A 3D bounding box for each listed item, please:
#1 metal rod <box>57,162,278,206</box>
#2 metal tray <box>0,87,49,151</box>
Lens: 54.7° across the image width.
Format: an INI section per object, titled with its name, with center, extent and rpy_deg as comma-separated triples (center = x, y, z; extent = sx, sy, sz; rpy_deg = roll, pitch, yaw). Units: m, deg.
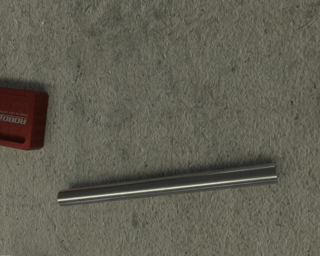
[metal rod]
center = -0.004, 0.078, 0.410
extent = 0.301, 0.025, 0.025
rpy_deg = -10, 87, 19
[metal tray]
center = -0.244, -0.019, 0.492
extent = 0.130, 0.030, 0.089
rpy_deg = 8, 93, 19
